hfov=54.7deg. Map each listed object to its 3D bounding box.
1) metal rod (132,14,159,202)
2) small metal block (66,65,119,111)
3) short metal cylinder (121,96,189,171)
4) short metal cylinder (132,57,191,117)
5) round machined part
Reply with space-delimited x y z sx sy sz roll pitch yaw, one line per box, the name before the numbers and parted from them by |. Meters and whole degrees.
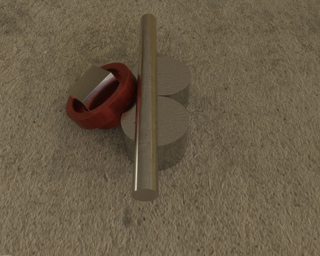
metal rod | -0.016 -0.052 0.384 0.025 0.025 0.300 -1 50 -1
small metal block | -0.084 -0.049 0.393 0.050 0.025 0.050 -48 41 -11
short metal cylinder | -0.006 0.006 0.383 0.081 0.050 0.080 0 49 0
short metal cylinder | 0.002 -0.056 0.435 0.081 0.050 0.080 0 50 0
round machined part | -0.071 -0.036 0.407 0.098 0.042 0.098 -20 44 21
